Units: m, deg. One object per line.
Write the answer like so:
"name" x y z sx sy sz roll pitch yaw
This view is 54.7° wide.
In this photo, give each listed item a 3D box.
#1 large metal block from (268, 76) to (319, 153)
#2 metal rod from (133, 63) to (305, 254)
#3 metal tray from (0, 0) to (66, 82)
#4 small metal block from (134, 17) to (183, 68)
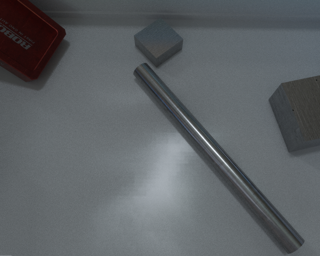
"large metal block" 0.202 -0.020 0.406 0.081 0.050 0.080 -12 71 -5
"metal rod" 0.065 0.028 0.400 0.025 0.025 0.300 -37 74 -12
"metal tray" -0.204 -0.134 0.410 0.130 0.030 0.090 37 68 -33
"small metal block" -0.002 -0.126 0.456 0.050 0.025 0.050 -38 75 -13
